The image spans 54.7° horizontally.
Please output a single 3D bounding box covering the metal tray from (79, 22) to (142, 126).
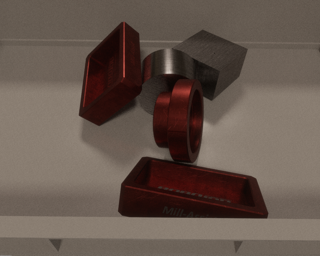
[{"bbox_3d":[-0.068,-0.078,0.430,0.090,0.030,0.130,-34,43,30],"label":"metal tray"}]

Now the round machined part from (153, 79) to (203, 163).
[{"bbox_3d":[0.022,-0.009,0.367,0.042,0.098,0.098,4,49,18],"label":"round machined part"}]

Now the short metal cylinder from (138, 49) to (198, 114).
[{"bbox_3d":[0.011,-0.059,0.419,0.081,0.080,0.050,0,50,-1],"label":"short metal cylinder"}]

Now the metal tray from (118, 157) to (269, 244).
[{"bbox_3d":[0.034,0.067,0.314,0.131,0.030,0.090,10,13,8],"label":"metal tray"}]

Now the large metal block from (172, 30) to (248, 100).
[{"bbox_3d":[0.071,-0.098,0.467,0.080,0.050,0.080,32,50,24],"label":"large metal block"}]
